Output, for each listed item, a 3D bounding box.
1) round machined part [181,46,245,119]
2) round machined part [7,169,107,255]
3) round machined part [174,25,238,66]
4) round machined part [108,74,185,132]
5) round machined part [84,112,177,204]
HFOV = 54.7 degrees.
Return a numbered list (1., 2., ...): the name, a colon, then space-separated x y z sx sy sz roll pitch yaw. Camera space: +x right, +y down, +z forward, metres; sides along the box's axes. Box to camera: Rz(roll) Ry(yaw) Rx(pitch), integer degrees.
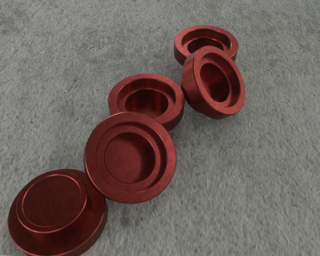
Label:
1. round machined part: 0.067 -0.058 0.420 0.099 0.042 0.098 14 66 -34
2. round machined part: -0.107 0.083 0.321 0.099 0.042 0.098 0 50 0
3. round machined part: 0.071 -0.119 0.493 0.099 0.042 0.098 0 50 0
4. round machined part: -0.017 -0.025 0.413 0.099 0.042 0.098 0 50 0
5. round machined part: -0.035 0.034 0.345 0.099 0.042 0.098 5 75 -17
